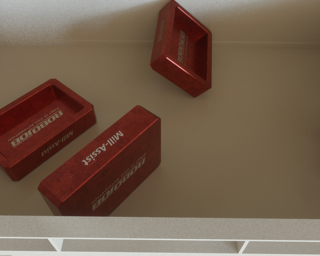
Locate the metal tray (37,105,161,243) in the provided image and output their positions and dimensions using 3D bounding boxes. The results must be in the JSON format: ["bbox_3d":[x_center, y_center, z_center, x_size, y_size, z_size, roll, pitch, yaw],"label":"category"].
[{"bbox_3d":[-0.052,0.047,0.323,0.030,0.090,0.131,33,57,24],"label":"metal tray"}]

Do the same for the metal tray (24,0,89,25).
[{"bbox_3d":[-0.199,-0.258,0.620,0.090,0.030,0.130,8,50,6],"label":"metal tray"}]

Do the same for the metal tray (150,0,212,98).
[{"bbox_3d":[0.036,-0.119,0.462,0.090,0.030,0.130,30,49,-29],"label":"metal tray"}]

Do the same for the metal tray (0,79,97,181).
[{"bbox_3d":[-0.161,-0.004,0.403,0.090,0.030,0.131,34,57,25],"label":"metal tray"}]
